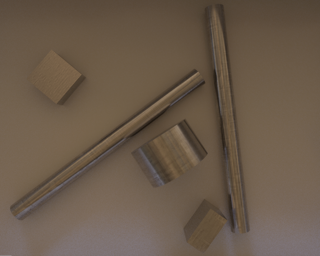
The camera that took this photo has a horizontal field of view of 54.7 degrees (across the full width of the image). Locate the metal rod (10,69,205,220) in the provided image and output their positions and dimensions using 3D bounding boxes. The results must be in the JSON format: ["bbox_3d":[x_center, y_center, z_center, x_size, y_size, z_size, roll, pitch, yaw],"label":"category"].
[{"bbox_3d":[-0.068,0.021,0.410,0.301,0.025,0.025,-37,90,-1],"label":"metal rod"}]

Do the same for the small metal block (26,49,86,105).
[{"bbox_3d":[-0.136,-0.066,0.410,0.050,0.025,0.050,40,90,-1],"label":"small metal block"}]

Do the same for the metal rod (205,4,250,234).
[{"bbox_3d":[0.090,-0.012,0.412,0.025,0.025,0.298,-7,90,0],"label":"metal rod"}]

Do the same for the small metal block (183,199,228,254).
[{"bbox_3d":[0.057,0.125,0.400,0.025,0.050,0.050,35,90,-1],"label":"small metal block"}]

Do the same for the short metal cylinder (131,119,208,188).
[{"bbox_3d":[0.011,0.031,0.384,0.080,0.080,0.050,-32,91,0],"label":"short metal cylinder"}]
